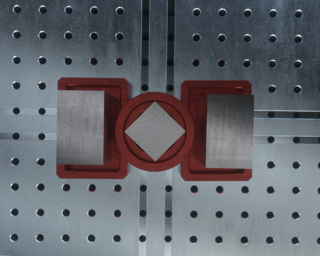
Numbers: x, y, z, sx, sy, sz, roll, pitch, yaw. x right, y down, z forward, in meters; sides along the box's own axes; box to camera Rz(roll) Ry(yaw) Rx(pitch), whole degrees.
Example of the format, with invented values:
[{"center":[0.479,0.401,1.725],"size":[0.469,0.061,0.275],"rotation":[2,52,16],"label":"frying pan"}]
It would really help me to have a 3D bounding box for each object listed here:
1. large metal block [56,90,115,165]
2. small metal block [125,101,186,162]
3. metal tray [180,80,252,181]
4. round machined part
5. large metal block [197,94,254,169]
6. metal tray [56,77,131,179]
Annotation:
[{"center":[-0.085,-0.001,0.372],"size":[0.050,0.080,0.080],"rotation":[1,90,0],"label":"large metal block"},{"center":[-0.006,0.004,0.372],"size":[0.050,0.025,0.050],"rotation":[45,90,0],"label":"small metal block"},{"center":[0.073,0.003,0.410],"size":[0.091,0.030,0.129],"rotation":[0,90,0],"label":"metal tray"},{"center":[-0.006,0.005,0.396],"size":[0.099,0.042,0.097],"rotation":[0,90,0],"label":"round machined part"},{"center":[0.075,0.003,0.373],"size":[0.050,0.080,0.080],"rotation":[2,90,0],"label":"large metal block"},{"center":[-0.086,0.000,0.409],"size":[0.091,0.030,0.129],"rotation":[1,90,0],"label":"metal tray"}]
